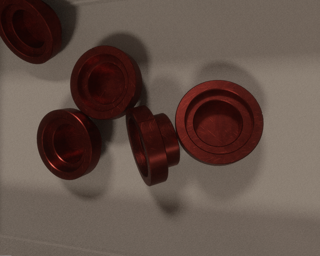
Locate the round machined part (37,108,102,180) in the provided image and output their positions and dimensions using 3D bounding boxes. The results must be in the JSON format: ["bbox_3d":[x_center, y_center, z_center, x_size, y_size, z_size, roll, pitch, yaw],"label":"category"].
[{"bbox_3d":[-0.122,0.020,0.436,0.098,0.042,0.097,5,102,26],"label":"round machined part"}]

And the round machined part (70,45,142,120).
[{"bbox_3d":[-0.069,-0.060,0.425,0.098,0.042,0.097,0,90,19],"label":"round machined part"}]

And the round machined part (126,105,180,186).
[{"bbox_3d":[-0.008,0.019,0.383,0.042,0.098,0.098,-15,84,-15],"label":"round machined part"}]

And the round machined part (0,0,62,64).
[{"bbox_3d":[-0.183,-0.146,0.448,0.098,0.042,0.097,14,131,17],"label":"round machined part"}]

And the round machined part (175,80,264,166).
[{"bbox_3d":[0.067,-0.004,0.366,0.099,0.042,0.098,-1,77,2],"label":"round machined part"}]
